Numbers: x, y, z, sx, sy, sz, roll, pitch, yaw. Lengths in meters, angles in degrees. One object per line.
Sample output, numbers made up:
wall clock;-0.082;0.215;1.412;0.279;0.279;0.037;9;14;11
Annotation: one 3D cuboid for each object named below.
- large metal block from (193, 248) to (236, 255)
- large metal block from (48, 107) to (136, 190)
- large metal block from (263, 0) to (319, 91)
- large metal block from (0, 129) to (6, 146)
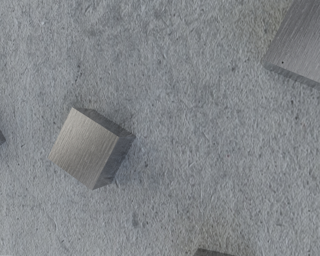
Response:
large metal block;0.076;0.199;0.369;0.080;0.050;0.079;5;92;20
large metal block;-0.094;0.026;0.429;0.080;0.050;0.080;31;100;17
large metal block;0.169;-0.091;0.336;0.080;0.050;0.080;28;99;17
large metal block;-0.309;0.002;0.489;0.050;0.080;0.080;-35;79;17
